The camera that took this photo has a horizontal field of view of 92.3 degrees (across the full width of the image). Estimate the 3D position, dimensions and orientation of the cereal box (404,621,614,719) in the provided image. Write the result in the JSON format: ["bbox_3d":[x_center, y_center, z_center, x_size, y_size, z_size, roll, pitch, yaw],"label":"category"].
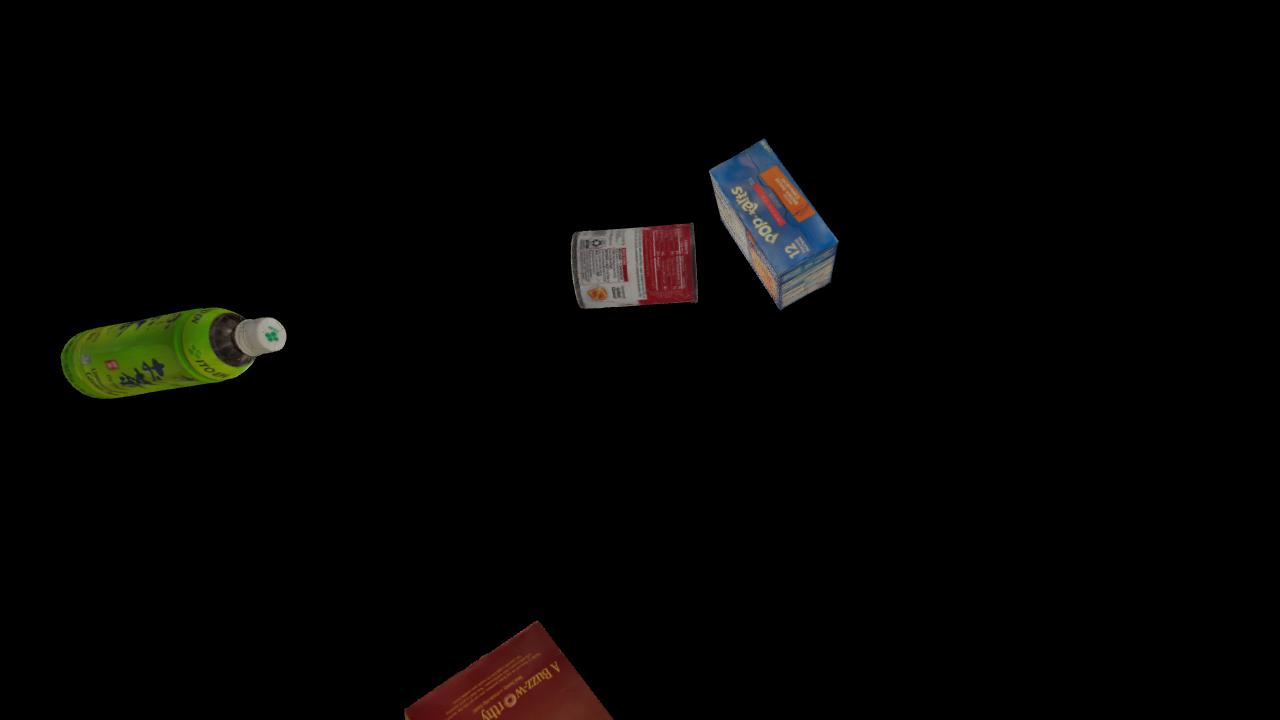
[{"bbox_3d":[-0.123,0.505,0.753,0.203,0.081,0.306,-23,49,-38],"label":"cereal box"}]

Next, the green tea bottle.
[{"bbox_3d":[-0.421,-0.009,0.565,0.212,0.073,0.073,-9,-2,14],"label":"green tea bottle"}]

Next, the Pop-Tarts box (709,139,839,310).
[{"bbox_3d":[0.172,-0.170,0.795,0.083,0.167,0.141,-31,-18,6],"label":"Pop-Tarts box"}]

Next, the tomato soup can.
[{"bbox_3d":[-0.003,-0.079,0.522,0.101,0.068,0.068,-4,0,4],"label":"tomato soup can"}]
